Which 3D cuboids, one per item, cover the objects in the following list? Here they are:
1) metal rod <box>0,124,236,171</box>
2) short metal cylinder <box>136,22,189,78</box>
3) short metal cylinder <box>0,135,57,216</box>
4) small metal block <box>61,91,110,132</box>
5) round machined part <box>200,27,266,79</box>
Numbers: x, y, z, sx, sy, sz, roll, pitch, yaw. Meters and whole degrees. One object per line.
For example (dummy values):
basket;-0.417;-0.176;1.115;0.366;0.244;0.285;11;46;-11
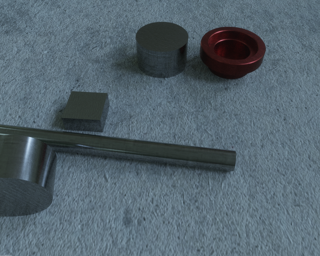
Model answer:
metal rod;-0.061;0.023;0.382;0.302;0.025;0.025;6;50;5
short metal cylinder;0.003;-0.124;0.491;0.081;0.050;0.080;0;50;0
short metal cylinder;-0.152;0.051;0.323;0.081;0.080;0.050;-6;50;-5
small metal block;-0.099;-0.023;0.421;0.050;0.025;0.050;3;50;3
round machined part;0.112;-0.115;0.489;0.099;0.042;0.098;0;50;0
